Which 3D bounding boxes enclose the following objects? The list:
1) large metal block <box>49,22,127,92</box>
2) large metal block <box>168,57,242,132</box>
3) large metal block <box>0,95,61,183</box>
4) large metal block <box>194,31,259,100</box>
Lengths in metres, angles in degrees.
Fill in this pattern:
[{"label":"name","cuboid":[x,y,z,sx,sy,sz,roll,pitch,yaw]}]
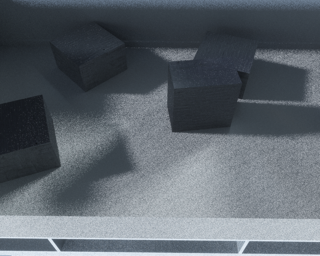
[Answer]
[{"label":"large metal block","cuboid":[-0.110,-0.113,0.483,0.080,0.050,0.080,-35,59,-26]},{"label":"large metal block","cuboid":[0.053,-0.042,0.405,0.081,0.080,0.050,-5,50,-5]},{"label":"large metal block","cuboid":[-0.173,0.013,0.377,0.081,0.050,0.080,-15,52,-13]},{"label":"large metal block","cuboid":[0.098,-0.097,0.471,0.080,0.050,0.080,16,52,13]}]
